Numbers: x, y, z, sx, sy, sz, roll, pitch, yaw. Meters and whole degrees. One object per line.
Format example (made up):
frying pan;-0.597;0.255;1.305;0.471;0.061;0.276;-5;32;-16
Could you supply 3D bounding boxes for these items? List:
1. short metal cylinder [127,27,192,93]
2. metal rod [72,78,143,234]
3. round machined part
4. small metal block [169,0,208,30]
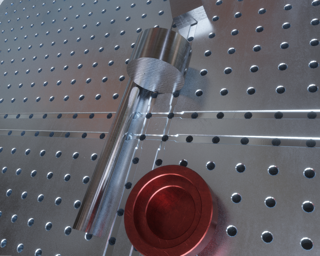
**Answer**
short metal cylinder;0.000;-0.091;0.428;0.080;0.080;0.050;1;63;28
metal rod;-0.055;-0.005;0.438;0.025;0.025;0.300;3;63;29
round machined part;0.015;0.092;0.332;0.098;0.042;0.098;-13;56;20
small metal block;0.045;-0.194;0.502;0.050;0.025;0.050;-18;55;17
